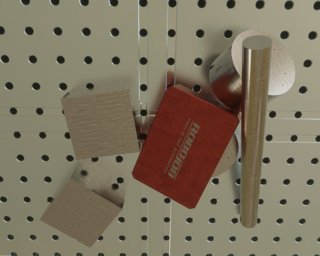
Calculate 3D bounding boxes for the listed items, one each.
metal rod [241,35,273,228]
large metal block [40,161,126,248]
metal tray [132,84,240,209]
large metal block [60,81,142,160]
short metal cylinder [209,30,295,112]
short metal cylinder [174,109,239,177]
[{"bbox_3d":[0.109,0.033,0.367,0.025,0.025,0.299,-10,133,4],"label":"metal rod"},{"bbox_3d":[-0.106,0.107,0.439,0.080,0.050,0.080,35,106,-12],"label":"large metal block"},{"bbox_3d":[0.030,0.023,0.380,0.090,0.030,0.129,27,109,12],"label":"metal tray"},{"bbox_3d":[-0.070,-0.011,0.395,0.080,0.050,0.079,-7,110,2],"label":"large metal block"},{"bbox_3d":[0.104,-0.064,0.355,0.081,0.050,0.080,7,69,-18],"label":"short metal cylinder"},{"bbox_3d":[0.057,0.018,0.407,0.081,0.050,0.079,0,110,0],"label":"short metal cylinder"}]
